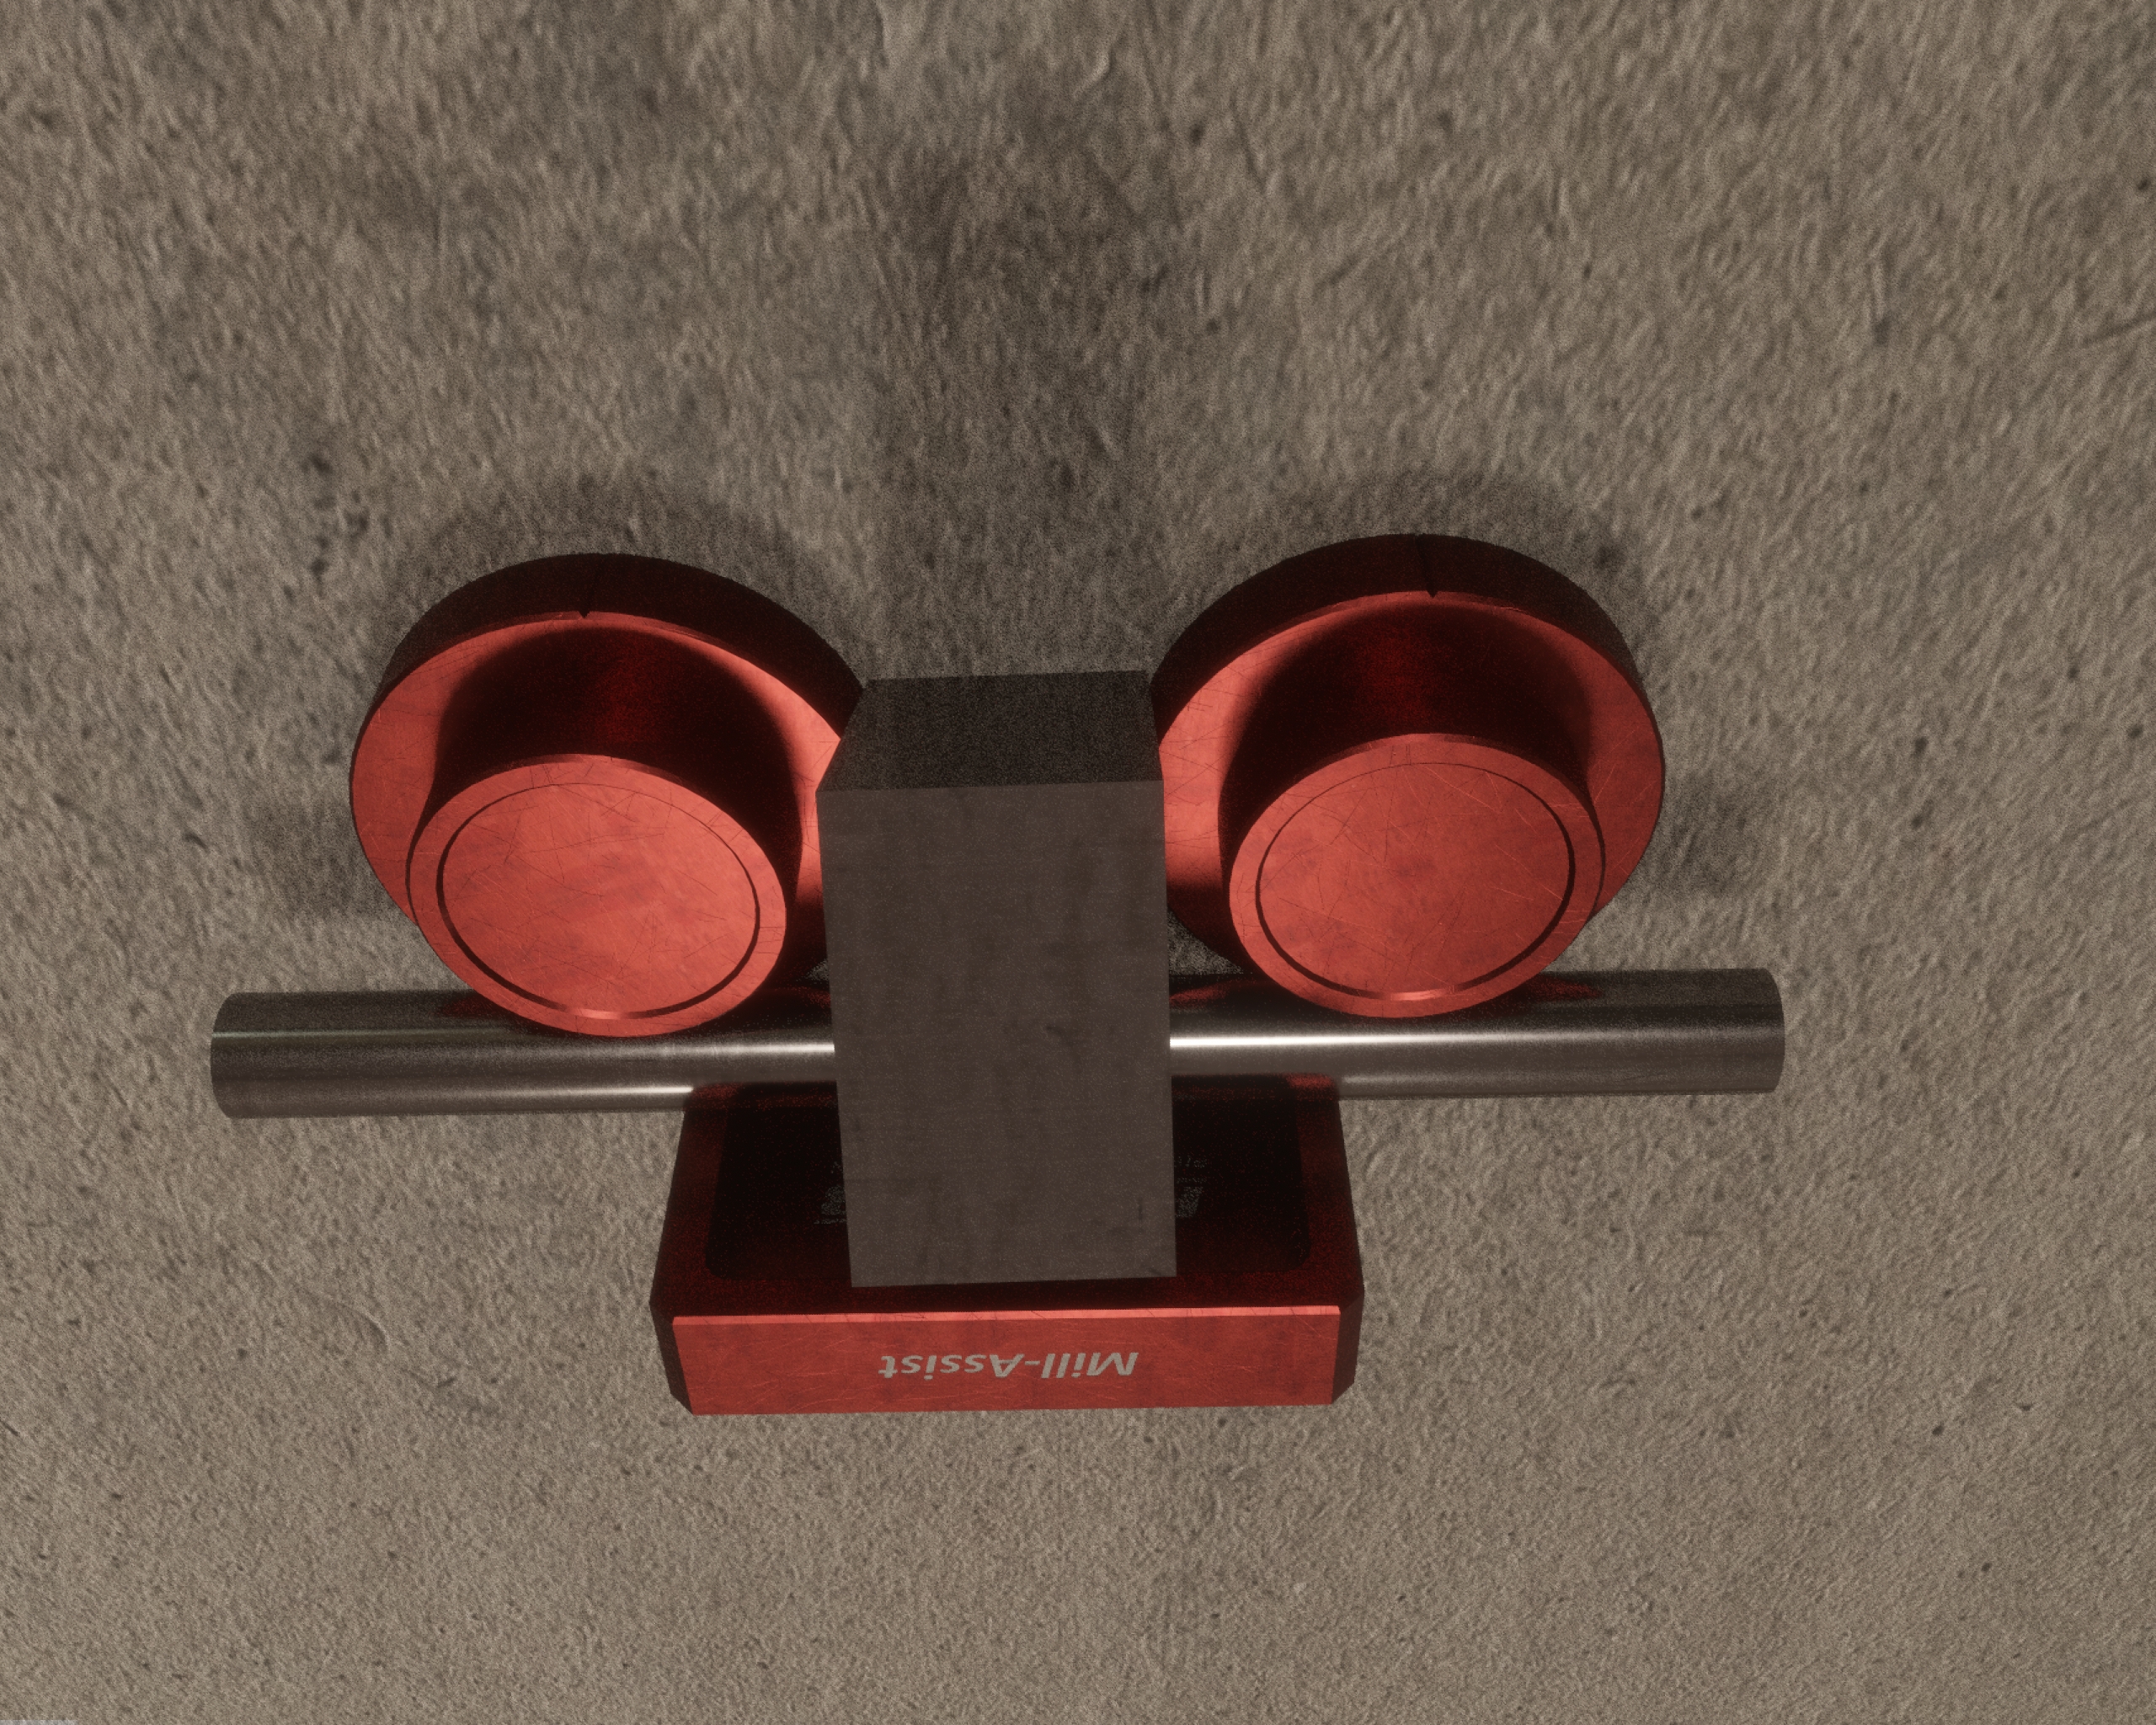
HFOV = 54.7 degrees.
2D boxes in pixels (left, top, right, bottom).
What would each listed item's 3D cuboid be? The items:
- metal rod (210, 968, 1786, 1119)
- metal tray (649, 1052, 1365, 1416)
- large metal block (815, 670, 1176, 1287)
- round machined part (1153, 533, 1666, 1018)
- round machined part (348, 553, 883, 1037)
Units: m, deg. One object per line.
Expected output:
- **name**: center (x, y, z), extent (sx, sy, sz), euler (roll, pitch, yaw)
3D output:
- **metal rod**: center (-0.015, 0.036, 0.412), extent (0.302, 0.025, 0.025), euler (-1, 130, 0)
- **metal tray**: center (-0.013, 0.064, 0.420), extent (0.131, 0.090, 0.030), euler (-1, 130, 0)
- **large metal block**: center (-0.011, 0.016, 0.350), extent (0.050, 0.080, 0.079), euler (-2, 107, 0)
- **round machined part**: center (0.060, -0.009, 0.390), extent (0.099, 0.042, 0.097), euler (-1, 130, 0)
- **round machined part**: center (-0.086, -0.005, 0.389), extent (0.099, 0.042, 0.097), euler (-1, 130, 0)
